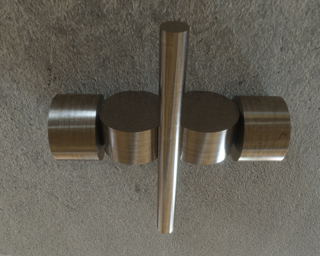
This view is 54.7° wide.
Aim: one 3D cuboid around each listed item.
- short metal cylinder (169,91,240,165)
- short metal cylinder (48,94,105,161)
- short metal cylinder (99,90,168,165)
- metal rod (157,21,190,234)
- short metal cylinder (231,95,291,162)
[{"bbox_3d":[0.050,-0.002,0.371,0.081,0.080,0.050,1,130,-1],"label":"short metal cylinder"},{"bbox_3d":[-0.095,-0.001,0.371,0.050,0.080,0.079,1,130,-1],"label":"short metal cylinder"},{"bbox_3d":[-0.030,-0.002,0.371,0.081,0.080,0.050,1,130,-1],"label":"short metal cylinder"},{"bbox_3d":[0.010,0.029,0.353,0.025,0.025,0.298,0,130,-1],"label":"metal rod"},{"bbox_3d":[0.116,0.001,0.375,0.050,0.080,0.079,1,130,-1],"label":"short metal cylinder"}]
